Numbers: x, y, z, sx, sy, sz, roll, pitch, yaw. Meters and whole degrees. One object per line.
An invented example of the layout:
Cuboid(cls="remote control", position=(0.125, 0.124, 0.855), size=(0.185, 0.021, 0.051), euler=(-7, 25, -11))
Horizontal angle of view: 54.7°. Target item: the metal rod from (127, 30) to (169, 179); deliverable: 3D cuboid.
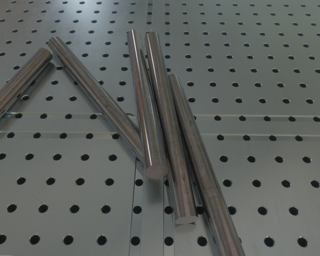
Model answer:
Cuboid(cls="metal rod", position=(-0.024, -0.057, 0.436), size=(0.025, 0.025, 0.300), euler=(-6, 44, -6))

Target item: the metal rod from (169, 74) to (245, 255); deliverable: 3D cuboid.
Cuboid(cls="metal rod", position=(0.048, 0.040, 0.374), size=(0.025, 0.025, 0.300), euler=(-9, 51, -8))

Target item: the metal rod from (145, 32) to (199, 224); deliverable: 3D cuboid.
Cuboid(cls="metal rod", position=(0.008, -0.024, 0.412), size=(0.025, 0.025, 0.299), euler=(-6, 55, -5))

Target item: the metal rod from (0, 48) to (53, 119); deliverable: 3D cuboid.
Cuboid(cls="metal rod", position=(-0.232, -0.011, 0.413), size=(0.025, 0.025, 0.300), euler=(14, 51, 11))

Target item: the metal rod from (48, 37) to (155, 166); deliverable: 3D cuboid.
Cuboid(cls="metal rod", position=(-0.091, -0.050, 0.448), size=(0.025, 0.025, 0.300), euler=(-29, 56, -22))
